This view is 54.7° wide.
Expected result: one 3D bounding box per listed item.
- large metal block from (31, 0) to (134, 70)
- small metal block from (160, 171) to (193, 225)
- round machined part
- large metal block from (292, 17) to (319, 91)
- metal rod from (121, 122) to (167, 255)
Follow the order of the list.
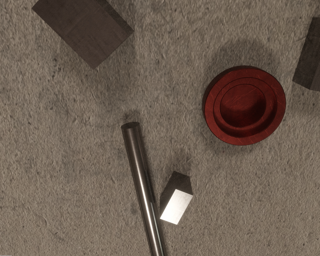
[{"bbox_3d":[-0.077,-0.116,0.337,0.050,0.080,0.080,-41,105,13],"label":"large metal block"},{"bbox_3d":[0.022,0.096,0.432,0.025,0.050,0.050,23,108,-8],"label":"small metal block"},{"bbox_3d":[0.102,-0.030,0.391,0.099,0.042,0.097,0,110,-1],"label":"round machined part"},{"bbox_3d":[0.219,-0.083,0.369,0.081,0.050,0.079,9,110,-4],"label":"large metal block"},{"bbox_3d":[-0.013,0.134,0.459,0.025,0.025,0.298,-10,110,3],"label":"metal rod"}]
